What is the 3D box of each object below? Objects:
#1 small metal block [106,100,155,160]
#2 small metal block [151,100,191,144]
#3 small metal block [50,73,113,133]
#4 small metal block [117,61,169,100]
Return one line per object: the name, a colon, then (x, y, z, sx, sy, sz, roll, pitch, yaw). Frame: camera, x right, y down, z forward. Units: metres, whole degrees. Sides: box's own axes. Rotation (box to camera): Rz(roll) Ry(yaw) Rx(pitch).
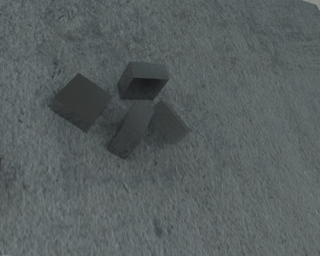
small metal block: (-0.035, 0.003, 0.368, 0.025, 0.050, 0.050, 30, 52, -10)
small metal block: (0.013, -0.007, 0.399, 0.050, 0.025, 0.050, 51, 9, 8)
small metal block: (-0.094, -0.031, 0.373, 0.050, 0.025, 0.050, 35, 51, -6)
small metal block: (-0.024, -0.062, 0.414, 0.050, 0.050, 0.025, -2, 63, -30)
